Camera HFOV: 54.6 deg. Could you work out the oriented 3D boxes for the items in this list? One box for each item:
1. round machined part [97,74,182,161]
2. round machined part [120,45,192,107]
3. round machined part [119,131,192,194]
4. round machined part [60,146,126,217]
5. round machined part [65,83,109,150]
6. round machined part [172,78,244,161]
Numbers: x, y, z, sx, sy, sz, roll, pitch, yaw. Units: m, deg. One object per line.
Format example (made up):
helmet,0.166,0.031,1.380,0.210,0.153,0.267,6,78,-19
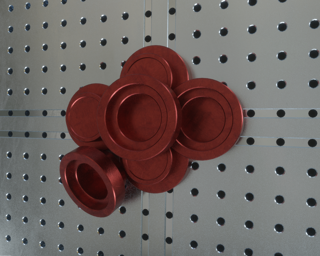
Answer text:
round machined part,-0.021,-0.012,0.366,0.098,0.042,0.097,0,90,20
round machined part,-0.010,-0.060,0.408,0.098,0.042,0.097,0,90,20
round machined part,-0.010,0.038,0.407,0.098,0.042,0.097,0,90,20
round machined part,-0.085,0.068,0.420,0.098,0.042,0.097,15,120,28
round machined part,-0.092,-0.014,0.437,0.098,0.042,0.097,0,90,20
round machined part,0.054,-0.010,0.384,0.098,0.042,0.097,0,90,20
